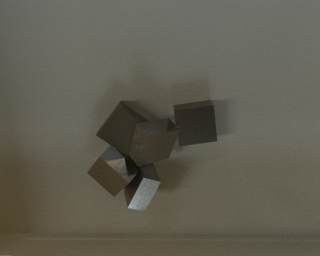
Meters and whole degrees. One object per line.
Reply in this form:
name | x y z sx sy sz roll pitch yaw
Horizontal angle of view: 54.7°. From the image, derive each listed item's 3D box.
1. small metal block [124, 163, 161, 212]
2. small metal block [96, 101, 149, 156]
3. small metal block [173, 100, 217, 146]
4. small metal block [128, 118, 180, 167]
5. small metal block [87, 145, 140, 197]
small metal block | -0.026 0.076 0.423 0.025 0.050 0.050 19 110 -23
small metal block | -0.048 0.001 0.411 0.050 0.025 0.050 36 106 -12
small metal block | 0.046 -0.007 0.409 0.050 0.025 0.050 -8 110 3
small metal block | -0.008 0.018 0.398 0.050 0.025 0.050 -11 134 -35
small metal block | -0.063 0.059 0.416 0.050 0.025 0.050 42 135 -1
